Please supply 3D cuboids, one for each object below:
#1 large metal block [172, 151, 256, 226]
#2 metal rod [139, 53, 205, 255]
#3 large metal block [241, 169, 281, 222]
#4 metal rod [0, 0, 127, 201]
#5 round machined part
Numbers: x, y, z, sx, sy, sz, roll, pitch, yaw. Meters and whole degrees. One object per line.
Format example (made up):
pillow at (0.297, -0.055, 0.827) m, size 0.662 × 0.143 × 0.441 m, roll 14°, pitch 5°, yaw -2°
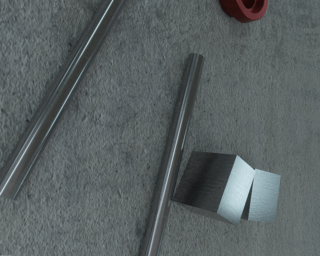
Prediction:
large metal block at (0.075, 0.082, 0.435) m, size 0.050 × 0.080 × 0.080 m, roll 38°, pitch 67°, yaw -34°
metal rod at (0.017, 0.039, 0.421) m, size 0.025 × 0.025 × 0.299 m, roll 24°, pitch 75°, yaw -38°
large metal block at (0.155, 0.111, 0.522) m, size 0.080 × 0.050 × 0.080 m, roll 18°, pitch 79°, yaw -39°
metal rod at (-0.088, -0.068, 0.332) m, size 0.025 × 0.025 × 0.300 m, roll 37°, pitch 67°, yaw -34°
round machined part at (0.132, -0.221, 0.507) m, size 0.099 × 0.042 × 0.097 m, roll 0°, pitch 90°, yaw -40°
